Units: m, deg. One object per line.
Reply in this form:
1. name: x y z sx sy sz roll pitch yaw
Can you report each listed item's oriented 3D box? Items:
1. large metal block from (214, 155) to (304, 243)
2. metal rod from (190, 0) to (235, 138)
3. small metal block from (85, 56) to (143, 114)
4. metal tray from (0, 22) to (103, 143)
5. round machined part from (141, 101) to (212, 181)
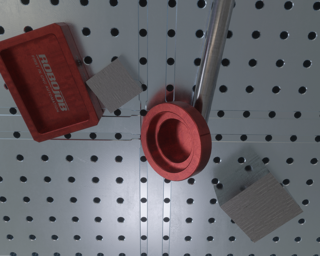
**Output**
1. large metal block: 0.137 0.100 0.438 0.080 0.050 0.080 -39 106 13
2. metal rod: 0.067 -0.103 0.375 0.025 0.025 0.298 8 110 -3
3. small metal block: -0.056 -0.055 0.393 0.050 0.025 0.050 -34 107 11
4. metal tray: -0.138 -0.055 0.389 0.090 0.030 0.129 -17 110 6
5. round machined part: 0.025 0.014 0.392 0.098 0.042 0.097 11 106 41
